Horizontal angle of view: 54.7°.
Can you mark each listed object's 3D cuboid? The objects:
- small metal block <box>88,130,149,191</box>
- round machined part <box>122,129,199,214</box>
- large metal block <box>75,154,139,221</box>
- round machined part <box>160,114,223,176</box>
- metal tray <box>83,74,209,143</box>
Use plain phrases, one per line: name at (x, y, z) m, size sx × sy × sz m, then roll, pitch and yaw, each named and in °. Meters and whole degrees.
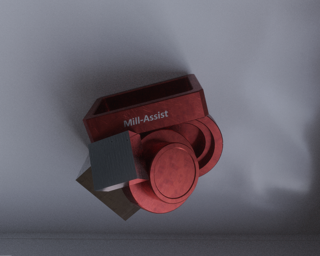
small metal block at (-0.044, 0.036, 0.324) m, size 0.050 × 0.025 × 0.050 m, roll -19°, pitch 71°, yaw 19°
round machined part at (0.006, 0.050, 0.357) m, size 0.099 × 0.042 × 0.097 m, roll 1°, pitch 88°, yaw -33°
large metal block at (-0.052, 0.057, 0.401) m, size 0.050 × 0.080 × 0.080 m, roll -42°, pitch 105°, yaw 14°
round machined part at (0.030, 0.016, 0.408) m, size 0.099 × 0.042 × 0.097 m, roll 0°, pitch 110°, yaw -1°
metal tray at (-0.015, -0.026, 0.365) m, size 0.131 × 0.090 × 0.030 m, roll -14°, pitch 110°, yaw 4°
